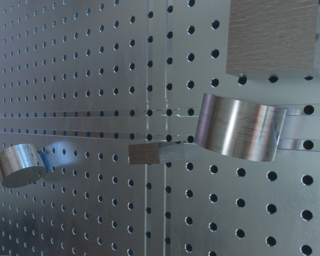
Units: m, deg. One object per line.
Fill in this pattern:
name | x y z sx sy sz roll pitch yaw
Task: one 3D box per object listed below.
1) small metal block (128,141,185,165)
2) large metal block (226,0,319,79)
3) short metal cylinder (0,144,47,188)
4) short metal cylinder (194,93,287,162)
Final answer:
small metal block | -0.004 0.032 0.397 0.050 0.050 0.025 -7 86 40
large metal block | 0.114 -0.091 0.299 0.080 0.050 0.079 6 94 40
short metal cylinder | -0.266 0.073 0.593 0.080 0.081 0.050 -44 64 31
short metal cylinder | 0.079 -0.003 0.309 0.080 0.081 0.050 18 102 38
